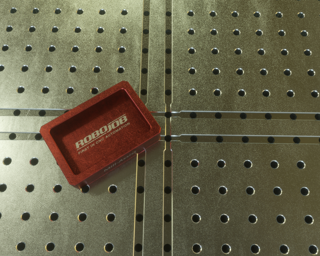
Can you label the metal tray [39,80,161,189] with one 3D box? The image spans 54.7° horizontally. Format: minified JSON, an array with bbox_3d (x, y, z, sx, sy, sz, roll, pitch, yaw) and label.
[{"bbox_3d":[-0.075,0.007,0.405,0.131,0.030,0.090,-32,73,-11],"label":"metal tray"}]
